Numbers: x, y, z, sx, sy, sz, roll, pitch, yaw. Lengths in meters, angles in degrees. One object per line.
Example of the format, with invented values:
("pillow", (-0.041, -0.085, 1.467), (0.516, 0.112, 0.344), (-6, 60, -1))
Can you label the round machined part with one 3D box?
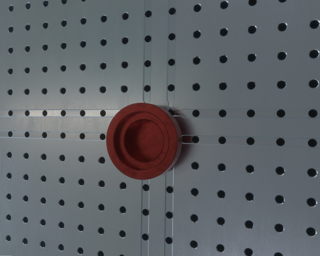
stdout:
("round machined part", (-0.018, 0.017, 0.410), (0.098, 0.042, 0.097), (0, 90, 20))
